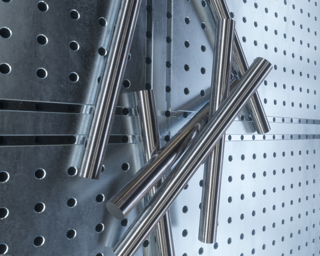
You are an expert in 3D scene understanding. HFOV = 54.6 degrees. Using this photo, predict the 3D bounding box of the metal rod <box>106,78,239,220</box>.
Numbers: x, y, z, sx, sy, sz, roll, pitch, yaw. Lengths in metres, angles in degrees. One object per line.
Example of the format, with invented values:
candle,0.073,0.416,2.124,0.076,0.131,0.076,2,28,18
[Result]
metal rod,0.039,0.008,0.415,0.302,0.025,0.025,-42,116,-40

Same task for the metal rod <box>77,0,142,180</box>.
metal rod,-0.049,-0.090,0.366,0.025,0.025,0.299,19,78,-38

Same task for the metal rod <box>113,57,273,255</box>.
metal rod,0.044,0.034,0.387,0.025,0.025,0.300,41,83,-32

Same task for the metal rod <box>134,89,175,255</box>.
metal rod,-0.001,0.100,0.406,0.025,0.025,0.298,-13,98,-39

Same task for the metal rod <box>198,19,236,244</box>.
metal rod,0.076,0.007,0.421,0.025,0.025,0.298,0,96,-40

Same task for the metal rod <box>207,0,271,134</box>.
metal rod,0.126,-0.120,0.513,0.025,0.025,0.299,-41,115,-32
